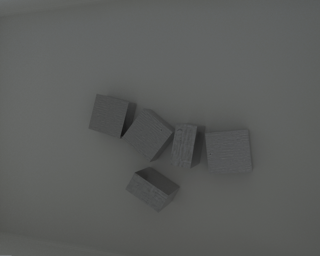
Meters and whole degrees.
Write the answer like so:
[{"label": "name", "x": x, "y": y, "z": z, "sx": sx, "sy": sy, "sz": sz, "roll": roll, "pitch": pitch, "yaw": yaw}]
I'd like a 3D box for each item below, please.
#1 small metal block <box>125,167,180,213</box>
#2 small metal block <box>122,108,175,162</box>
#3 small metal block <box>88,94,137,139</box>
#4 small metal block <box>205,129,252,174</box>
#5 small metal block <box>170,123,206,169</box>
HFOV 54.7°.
[{"label": "small metal block", "x": -0.008, "y": 0.077, "z": 0.397, "sx": 0.050, "sy": 0.050, "sz": 0.025, "roll": 32, "pitch": 101, "yaw": 16}, {"label": "small metal block", "x": -0.013, "y": 0.009, "z": 0.411, "sx": 0.050, "sy": 0.025, "sz": 0.050, "roll": 40, "pitch": 102, "yaw": 15}, {"label": "small metal block", "x": -0.066, "y": -0.016, "z": 0.430, "sx": 0.050, "sy": 0.025, "sz": 0.050, "roll": 16, "pitch": 95, "yaw": 19}, {"label": "small metal block", "x": 0.085, "y": 0.029, "z": 0.378, "sx": 0.050, "sy": 0.025, "sz": 0.050, "roll": -6, "pitch": 88, "yaw": 19}, {"label": "small metal block", "x": 0.035, "y": 0.020, "z": 0.382, "sx": 0.025, "sy": 0.050, "sz": 0.050, "roll": 10, "pitch": 93, "yaw": 19}]
